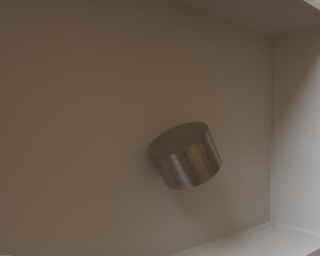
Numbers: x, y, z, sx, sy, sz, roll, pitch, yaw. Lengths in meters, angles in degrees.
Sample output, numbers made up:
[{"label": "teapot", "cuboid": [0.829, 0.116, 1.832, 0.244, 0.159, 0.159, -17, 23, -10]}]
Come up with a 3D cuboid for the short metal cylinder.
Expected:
[{"label": "short metal cylinder", "cuboid": [0.032, 0.034, 0.397, 0.080, 0.080, 0.050, -38, 114, -33]}]
